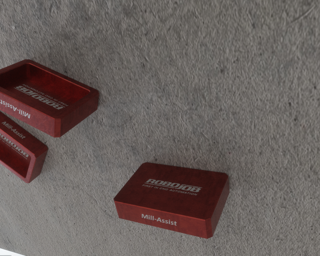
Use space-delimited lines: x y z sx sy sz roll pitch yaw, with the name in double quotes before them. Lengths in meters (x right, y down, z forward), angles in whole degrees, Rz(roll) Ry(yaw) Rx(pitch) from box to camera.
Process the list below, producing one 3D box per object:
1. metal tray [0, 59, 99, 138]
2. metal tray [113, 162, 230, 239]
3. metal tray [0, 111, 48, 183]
"metal tray" -0.162 -0.045 0.422 0.130 0.090 0.030 25 127 13
"metal tray" 0.017 0.090 0.411 0.130 0.090 0.030 5 121 26
"metal tray" -0.274 0.033 0.568 0.130 0.030 0.089 36 129 4
